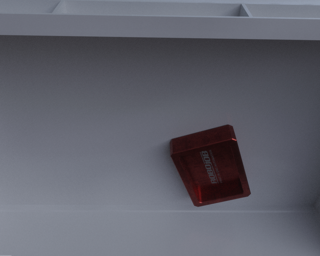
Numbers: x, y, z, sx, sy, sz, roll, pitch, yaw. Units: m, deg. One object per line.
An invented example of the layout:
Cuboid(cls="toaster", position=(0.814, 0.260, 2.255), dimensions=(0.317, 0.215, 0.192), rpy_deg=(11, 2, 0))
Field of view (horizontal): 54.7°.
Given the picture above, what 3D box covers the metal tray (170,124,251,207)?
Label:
Cuboid(cls="metal tray", position=(0.077, 0.061, 0.458), dimensions=(0.090, 0.030, 0.130), rpy_deg=(-15, 129, 12))
